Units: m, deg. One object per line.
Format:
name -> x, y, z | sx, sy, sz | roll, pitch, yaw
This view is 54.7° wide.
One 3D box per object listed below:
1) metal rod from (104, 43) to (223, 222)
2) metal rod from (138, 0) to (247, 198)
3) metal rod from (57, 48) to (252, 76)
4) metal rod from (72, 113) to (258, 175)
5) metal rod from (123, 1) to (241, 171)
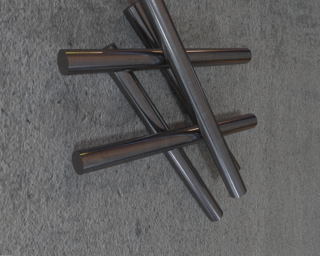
metal rod -> 0.012, 0.022, 0.418 | 0.025, 0.025, 0.299 | -49, 119, -29
metal rod -> 0.046, -0.032, 0.382 | 0.025, 0.025, 0.299 | -42, 116, -32
metal rod -> 0.020, -0.088, 0.393 | 0.302, 0.025, 0.025 | -13, 98, -40
metal rod -> 0.032, 0.012, 0.403 | 0.302, 0.025, 0.025 | -11, 98, -40
metal rod -> 0.043, -0.040, 0.444 | 0.025, 0.025, 0.299 | -51, 120, -28
